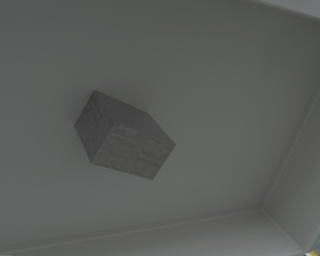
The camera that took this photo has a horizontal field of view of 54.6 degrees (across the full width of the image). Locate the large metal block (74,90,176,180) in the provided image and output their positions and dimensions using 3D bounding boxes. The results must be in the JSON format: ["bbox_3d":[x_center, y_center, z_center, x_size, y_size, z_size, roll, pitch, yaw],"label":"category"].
[{"bbox_3d":[-0.042,0.008,0.354,0.080,0.080,0.050,22,106,-36],"label":"large metal block"}]
